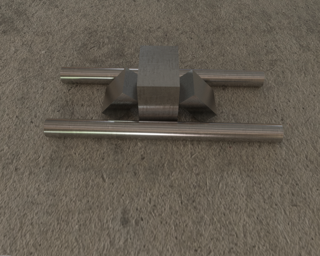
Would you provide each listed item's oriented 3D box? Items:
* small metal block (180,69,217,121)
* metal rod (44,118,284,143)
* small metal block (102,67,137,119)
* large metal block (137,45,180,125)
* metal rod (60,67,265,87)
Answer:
[{"bbox_3d":[0.051,-0.043,0.424,0.025,0.050,0.050,-30,41,31],"label":"small metal block"},{"bbox_3d":[0.004,0.003,0.402,0.302,0.025,0.025,1,50,0],"label":"metal rod"},{"bbox_3d":[-0.053,-0.046,0.425,0.025,0.050,0.050,28,43,-29],"label":"small metal block"},{"bbox_3d":[-0.002,-0.054,0.417,0.050,0.080,0.080,1,50,0],"label":"large metal block"},{"bbox_3d":[0.004,-0.078,0.470,0.302,0.025,0.025,1,50,0],"label":"metal rod"}]
